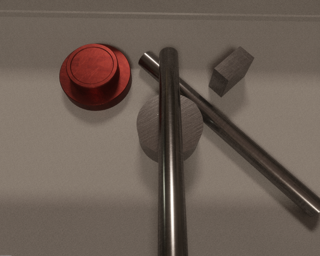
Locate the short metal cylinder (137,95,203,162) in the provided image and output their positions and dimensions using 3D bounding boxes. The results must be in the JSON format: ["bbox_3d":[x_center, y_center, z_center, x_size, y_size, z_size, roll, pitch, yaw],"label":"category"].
[{"bbox_3d":[0.012,0.002,0.396,0.081,0.050,0.080,0,70,0],"label":"short metal cylinder"}]

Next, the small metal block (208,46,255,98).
[{"bbox_3d":[0.097,-0.076,0.425,0.050,0.050,0.025,-41,76,-14],"label":"small metal block"}]

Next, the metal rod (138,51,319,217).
[{"bbox_3d":[0.085,-0.001,0.410,0.300,0.025,0.025,43,75,14],"label":"metal rod"}]

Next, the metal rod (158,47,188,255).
[{"bbox_3d":[0.011,0.020,0.319,0.025,0.025,0.300,0,52,0],"label":"metal rod"}]

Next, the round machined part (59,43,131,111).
[{"bbox_3d":[-0.090,-0.076,0.427,0.099,0.042,0.098,0,70,-1],"label":"round machined part"}]
